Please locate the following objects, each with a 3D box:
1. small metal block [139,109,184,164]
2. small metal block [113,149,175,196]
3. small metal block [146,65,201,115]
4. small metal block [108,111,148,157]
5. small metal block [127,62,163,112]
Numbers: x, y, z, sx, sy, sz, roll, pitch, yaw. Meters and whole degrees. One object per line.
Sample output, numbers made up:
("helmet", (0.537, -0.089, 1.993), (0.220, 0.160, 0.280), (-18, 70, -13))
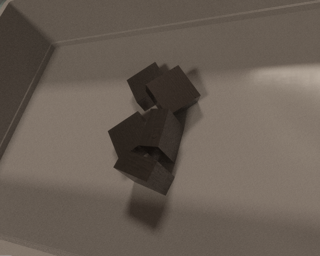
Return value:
("small metal block", (0.004, 0.010, 0.380), (0.025, 0.050, 0.050), (2, 63, 29))
("small metal block", (-0.018, 0.052, 0.366), (0.050, 0.050, 0.025), (17, 71, 34))
("small metal block", (0.016, -0.045, 0.404), (0.050, 0.025, 0.050), (-33, 79, -10))
("small metal block", (-0.036, 0.014, 0.415), (0.050, 0.025, 0.050), (-33, 52, 6))
("small metal block", (-0.014, -0.060, 0.449), (0.050, 0.025, 0.050), (-32, 52, 7))
